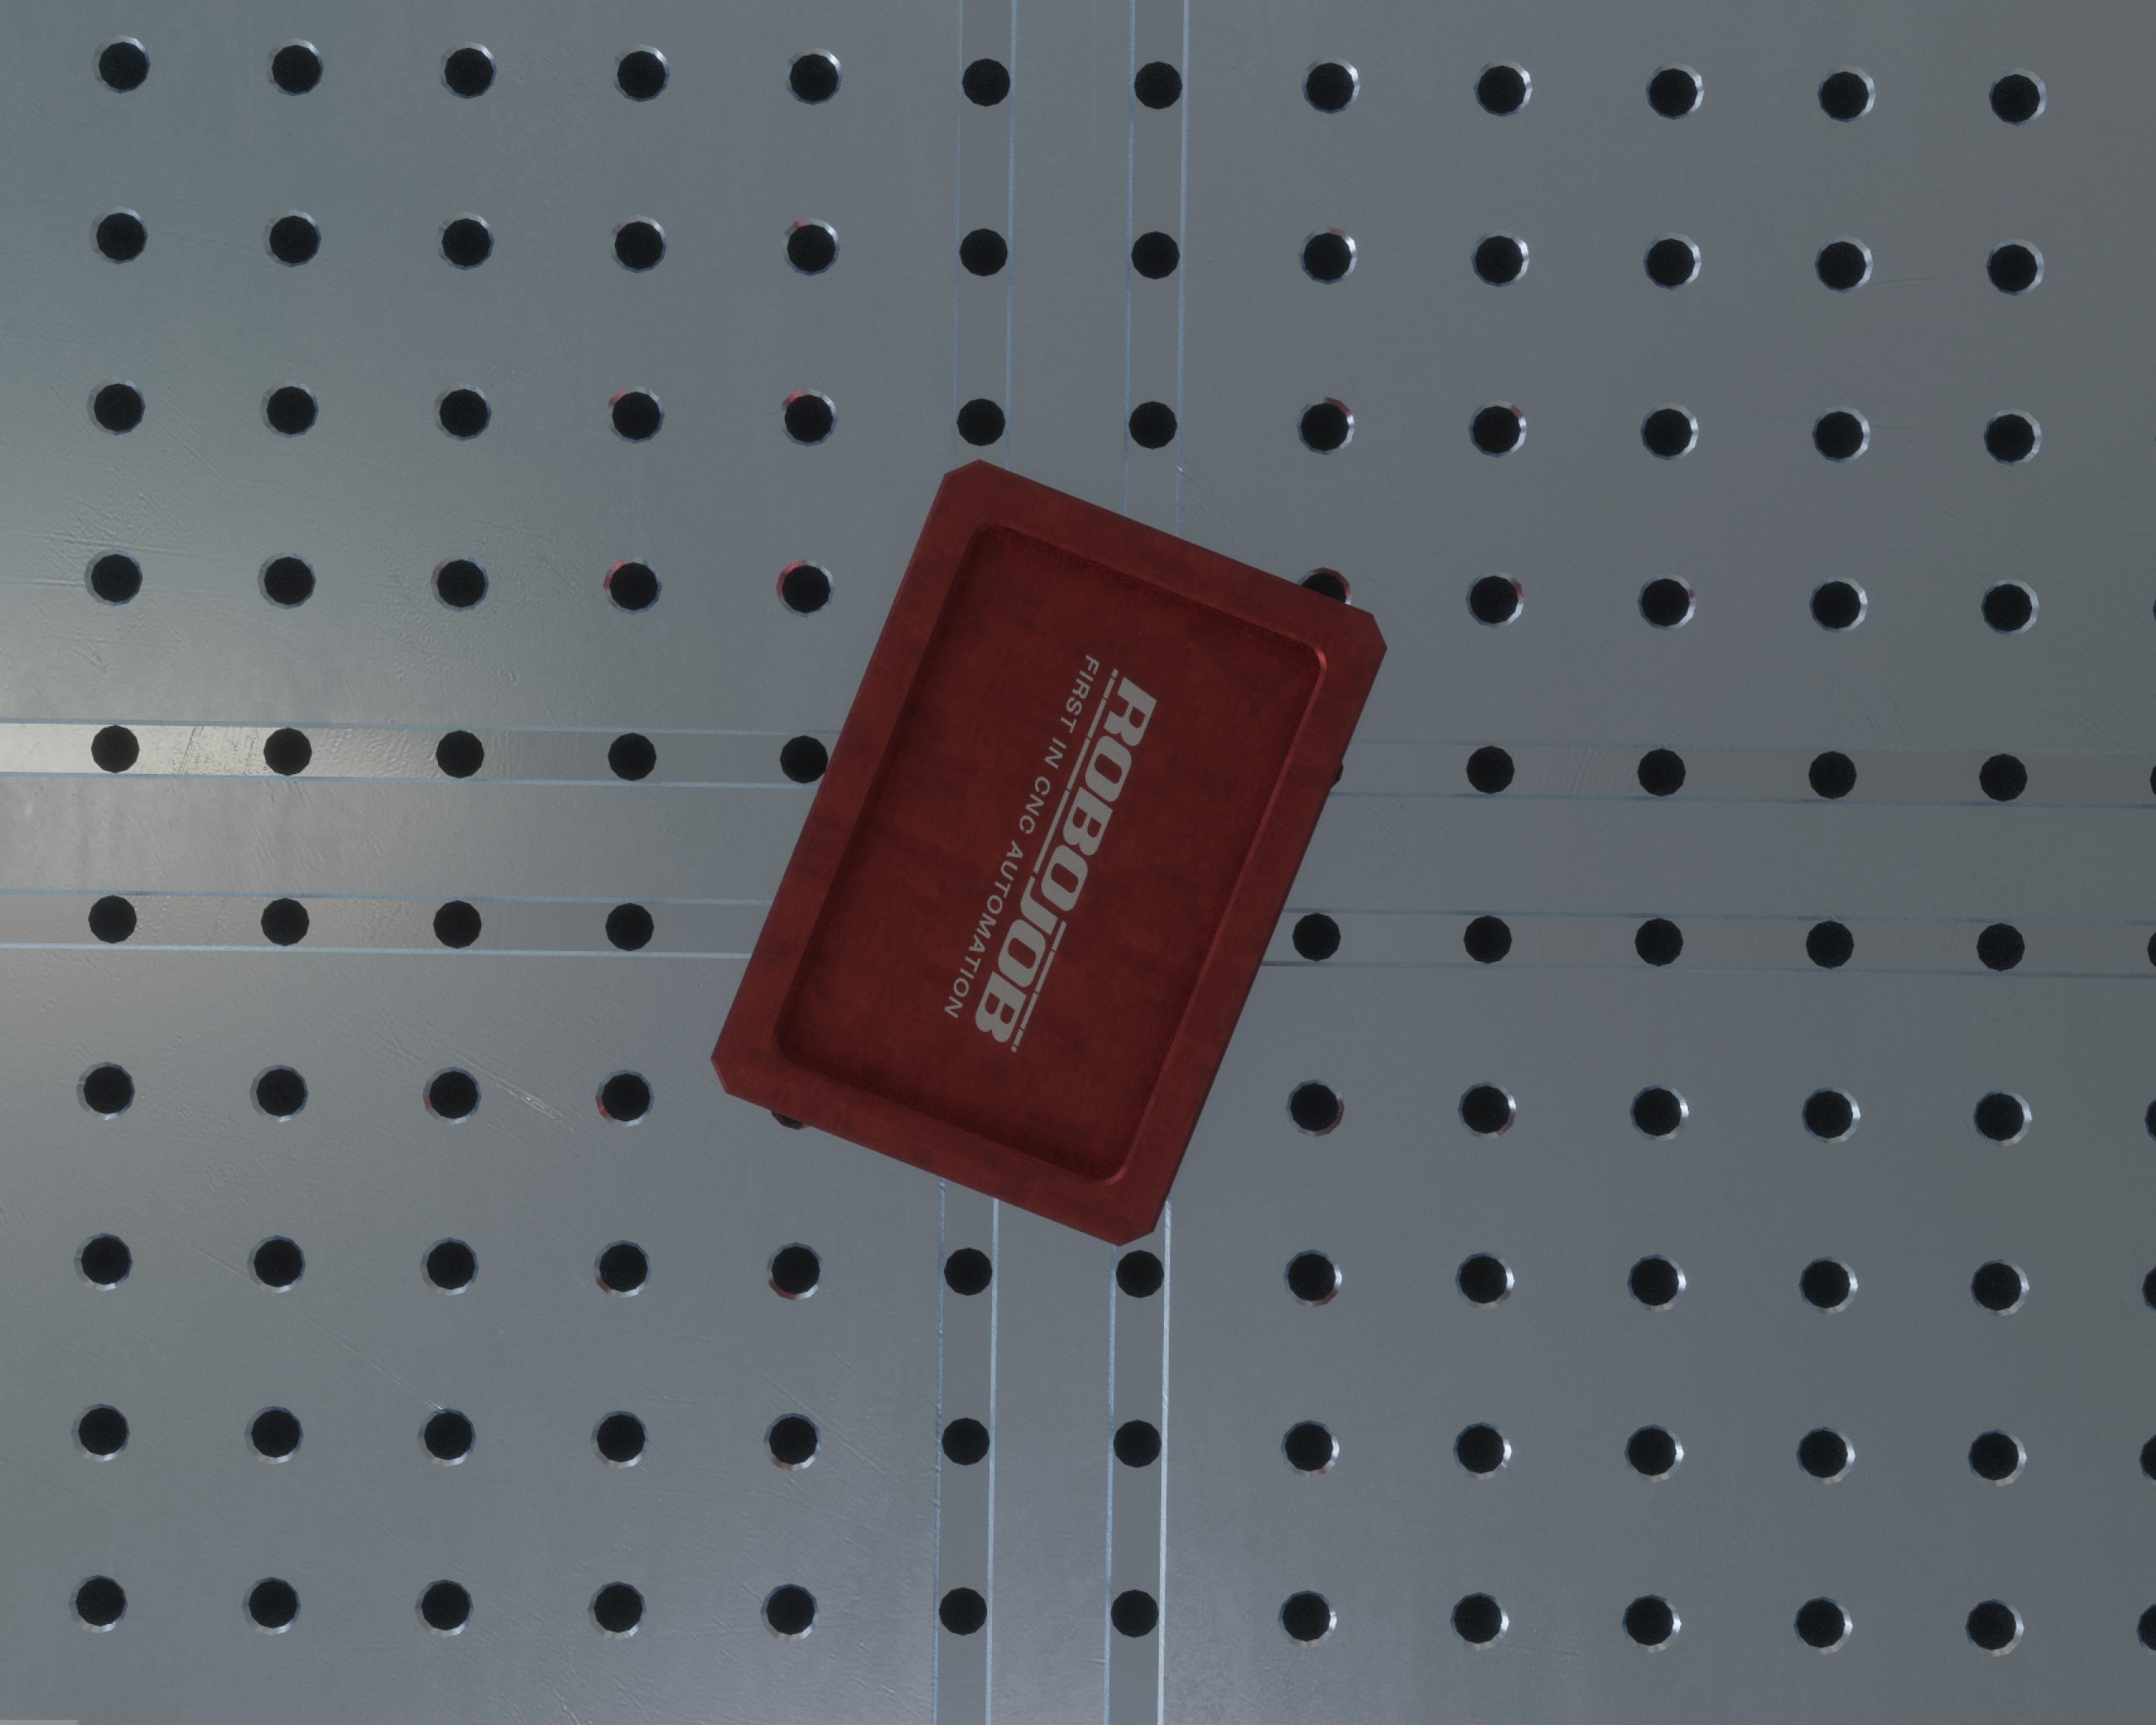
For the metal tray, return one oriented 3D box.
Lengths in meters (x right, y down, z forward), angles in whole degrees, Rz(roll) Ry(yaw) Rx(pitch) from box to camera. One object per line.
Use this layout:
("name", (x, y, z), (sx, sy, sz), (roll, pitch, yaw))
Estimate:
("metal tray", (-0.005, -0.002, 0.410), (0.090, 0.030, 0.130), (22, 90, 0))
